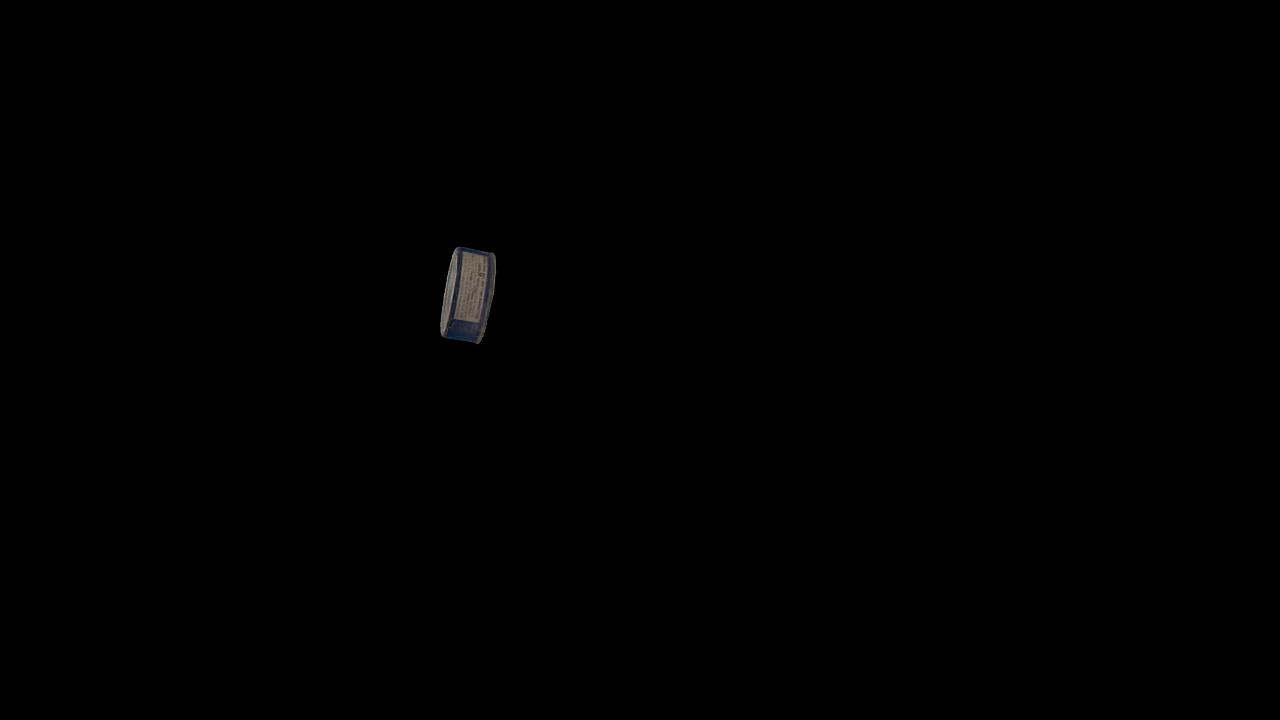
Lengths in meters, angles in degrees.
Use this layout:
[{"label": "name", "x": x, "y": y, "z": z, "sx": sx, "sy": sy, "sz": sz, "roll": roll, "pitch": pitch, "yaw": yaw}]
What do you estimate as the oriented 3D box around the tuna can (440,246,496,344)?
[{"label": "tuna can", "x": -0.155, "y": -0.058, "z": 0.552, "sx": 0.034, "sy": 0.084, "sz": 0.084, "roll": 9, "pitch": -3, "yaw": -22}]
